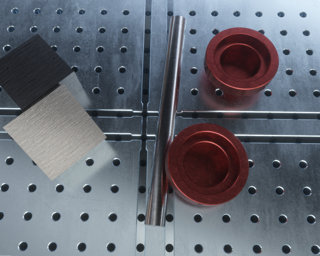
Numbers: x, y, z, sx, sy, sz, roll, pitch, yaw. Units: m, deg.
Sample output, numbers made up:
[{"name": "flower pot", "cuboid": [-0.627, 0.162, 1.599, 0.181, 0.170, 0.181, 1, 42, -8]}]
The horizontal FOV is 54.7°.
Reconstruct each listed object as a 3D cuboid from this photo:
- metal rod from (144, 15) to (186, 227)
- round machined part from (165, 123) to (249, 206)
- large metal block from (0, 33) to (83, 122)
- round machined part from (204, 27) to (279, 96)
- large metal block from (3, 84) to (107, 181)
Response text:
[{"name": "metal rod", "cuboid": [0.011, -0.023, 0.420, 0.025, 0.025, 0.299, 6, 70, 2]}, {"name": "round machined part", "cuboid": [0.054, 0.046, 0.381, 0.099, 0.042, 0.098, 3, 71, -8]}, {"name": "large metal block", "cuboid": [-0.167, -0.066, 0.421, 0.080, 0.050, 0.080, -41, 75, -14]}, {"name": "round machined part", "cuboid": [0.111, -0.088, 0.436, 0.099, 0.042, 0.098, 0, 70, 0]}, {"name": "large metal block", "cuboid": [-0.126, 0.004, 0.378, 0.080, 0.050, 0.080, -40, 106, -13]}]
